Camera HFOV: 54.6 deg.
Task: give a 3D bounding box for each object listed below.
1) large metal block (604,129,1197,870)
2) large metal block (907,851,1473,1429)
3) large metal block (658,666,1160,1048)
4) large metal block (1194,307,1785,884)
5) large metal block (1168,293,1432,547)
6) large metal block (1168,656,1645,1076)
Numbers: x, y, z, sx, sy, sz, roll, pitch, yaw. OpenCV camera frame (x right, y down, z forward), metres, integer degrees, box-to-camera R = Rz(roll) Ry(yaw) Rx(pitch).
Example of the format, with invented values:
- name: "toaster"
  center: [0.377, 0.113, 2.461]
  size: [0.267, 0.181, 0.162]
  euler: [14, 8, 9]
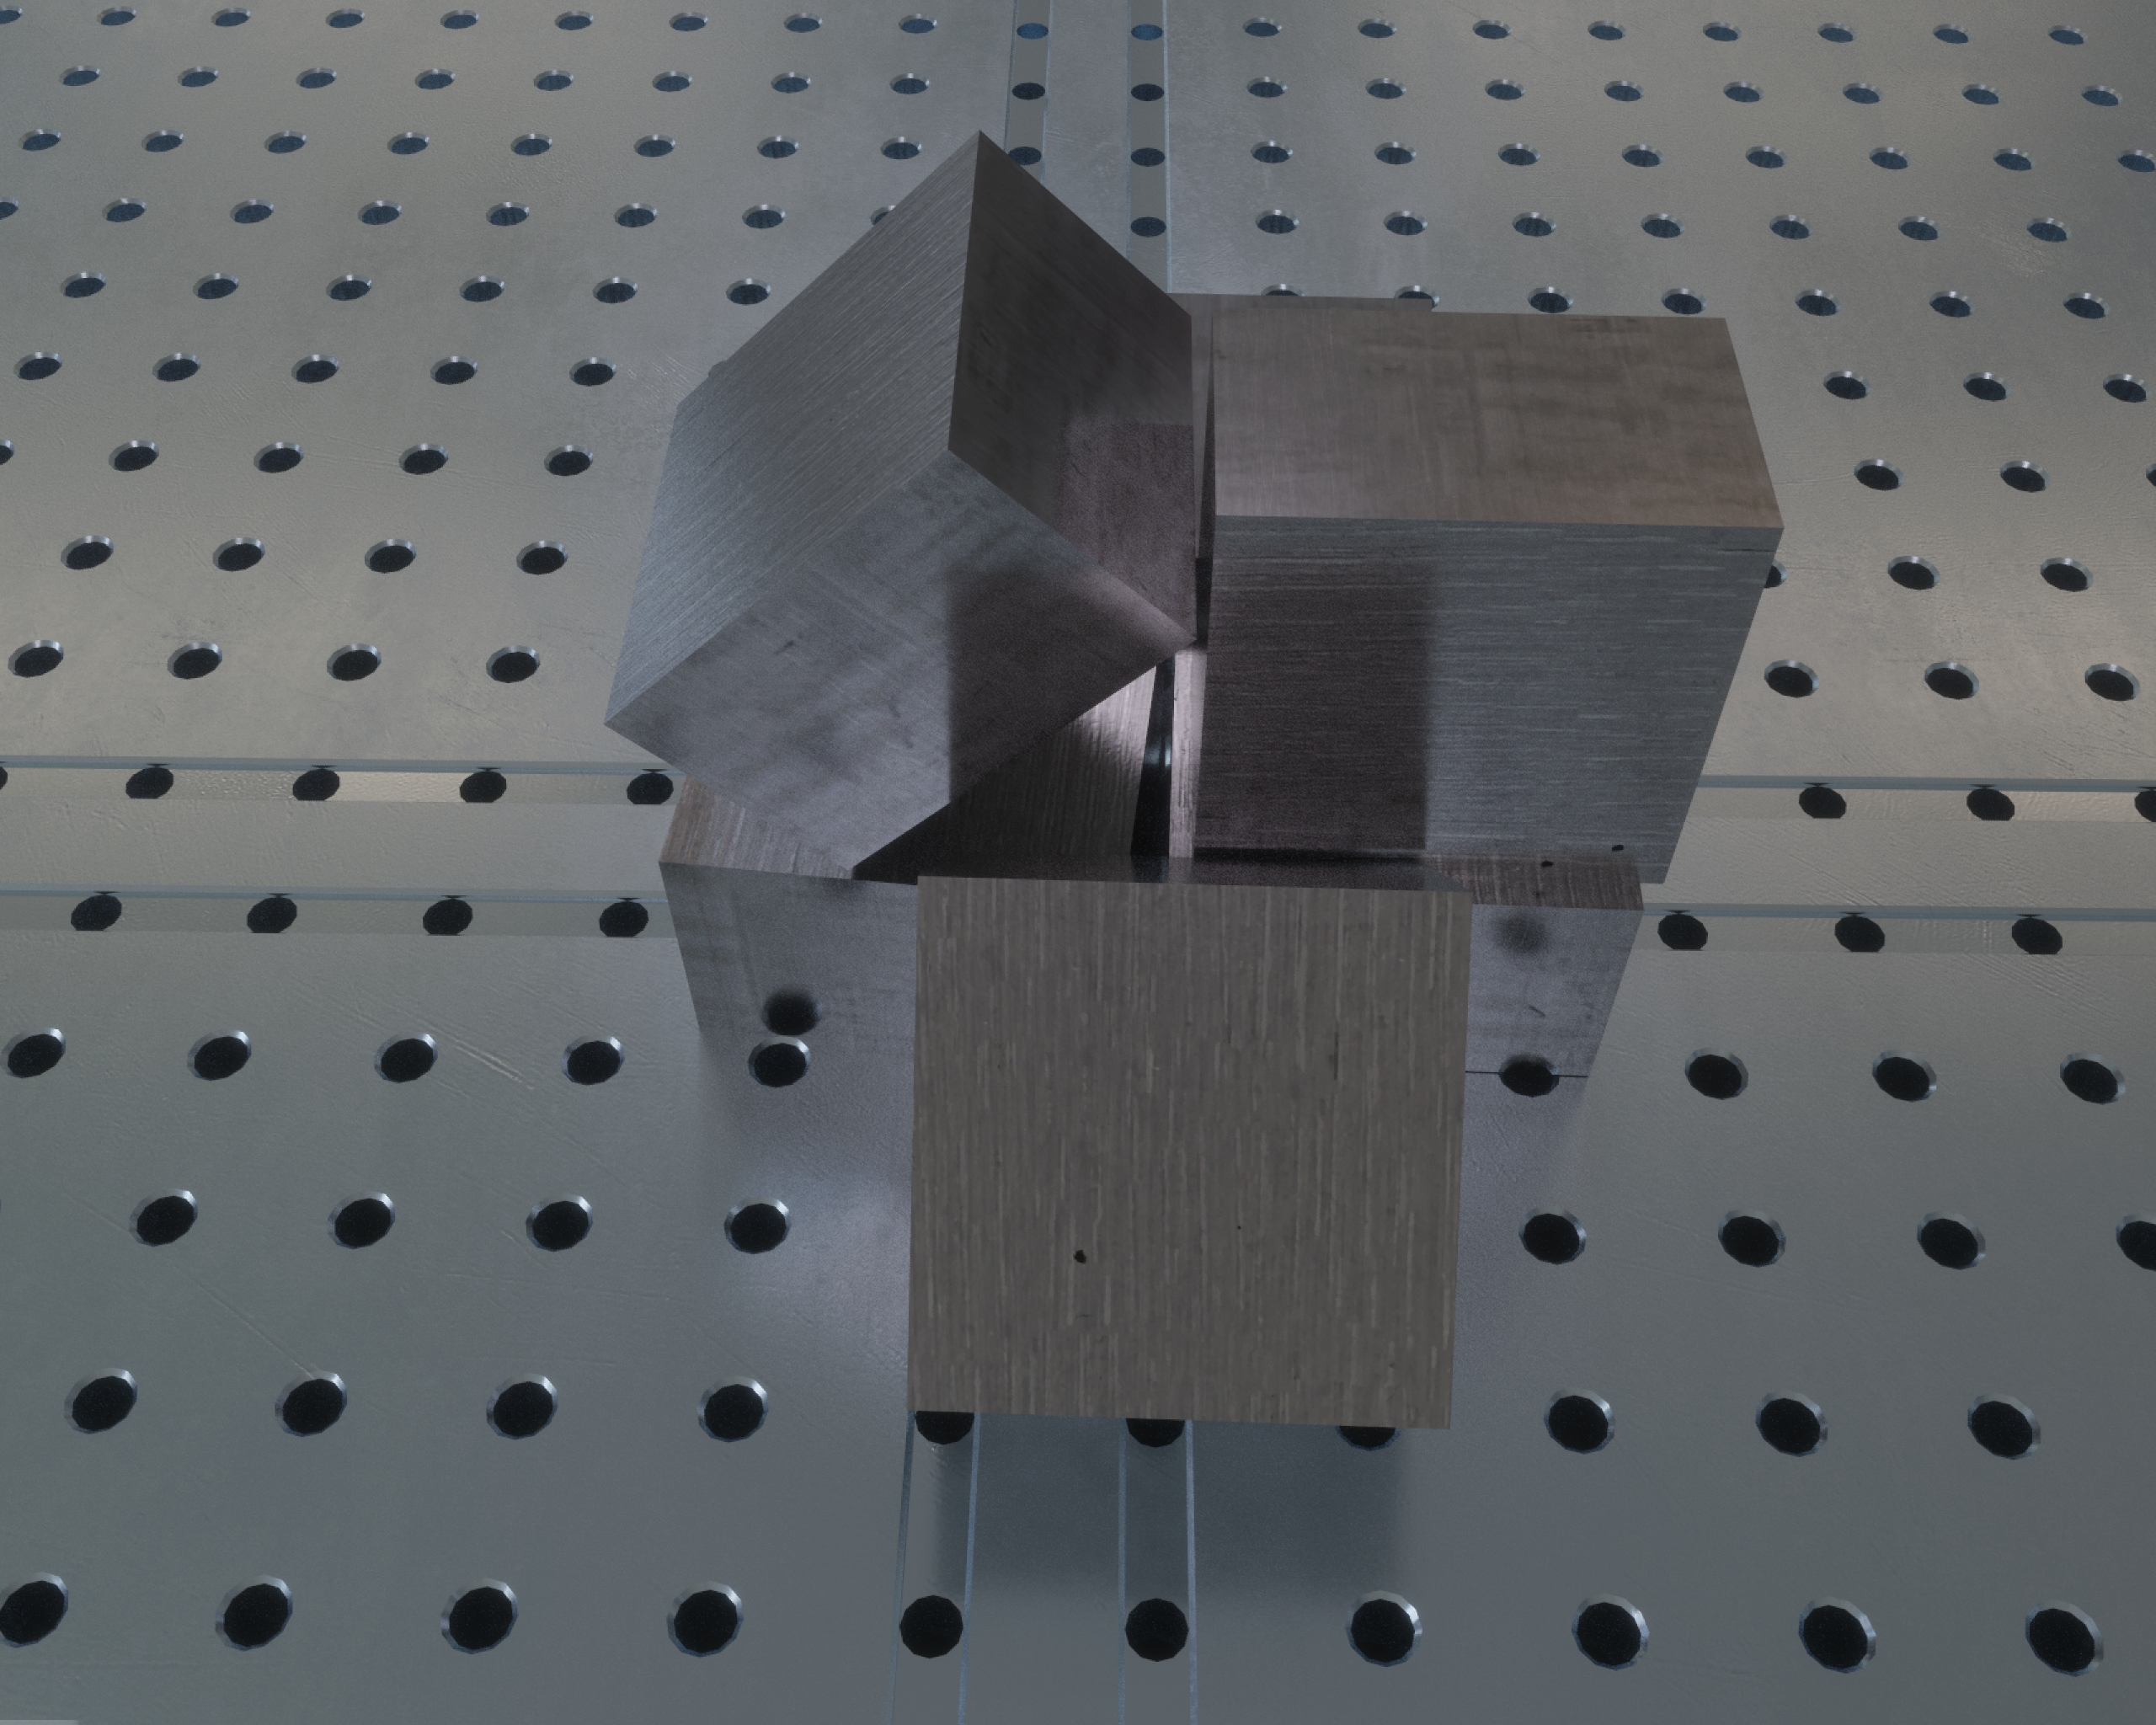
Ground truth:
- name: "large metal block"
  center: [-0.027, -0.058, 0.345]
  size: [0.080, 0.050, 0.080]
  euler: [-31, 40, 33]
- name: "large metal block"
  center: [0.017, 0.041, 0.331]
  size: [0.080, 0.050, 0.080]
  euler: [2, 95, 1]
- name: "large metal block"
  center: [-0.027, -0.011, 0.401]
  size: [0.080, 0.050, 0.080]
  euler: [5, 50, 4]
- name: "large metal block"
  center: [0.061, -0.042, 0.343]
  size: [0.080, 0.080, 0.050]
  euler: [1, 50, 1]
- name: "large metal block"
  center: [0.027, -0.081, 0.431]
  size: [0.080, 0.080, 0.050]
  euler: [2, 89, 1]
- name: "large metal block"
  center: [0.058, -0.008, 0.398]
  size: [0.080, 0.050, 0.080]
  euler: [2, 50, 2]
